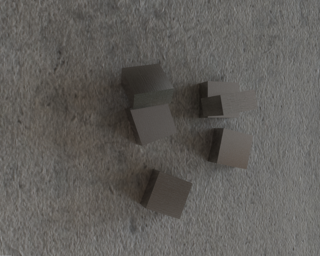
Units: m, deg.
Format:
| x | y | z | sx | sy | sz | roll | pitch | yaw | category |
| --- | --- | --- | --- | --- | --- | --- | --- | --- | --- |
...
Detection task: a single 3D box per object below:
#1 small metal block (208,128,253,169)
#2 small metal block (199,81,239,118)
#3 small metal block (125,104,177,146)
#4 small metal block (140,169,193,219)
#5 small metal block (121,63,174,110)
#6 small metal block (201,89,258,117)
| x | y | z | sx | sy | sz | roll | pitch | yaw | category |
| --- | --- | --- | --- | --- | --- | --- | --- | --- | --- |
| 0.102 | 0.030 | 0.448 | 0.050 | 0.025 | 0.050 | 13 | 86 | -20 | small metal block |
| 0.084 | -0.039 | 0.442 | 0.050 | 0.025 | 0.050 | 0 | 90 | -21 | small metal block |
| -0.012 | -0.009 | 0.406 | 0.050 | 0.025 | 0.050 | -20 | 97 | -19 | small metal block |
| 0.008 | 0.088 | 0.413 | 0.050 | 0.025 | 0.050 | 23 | 82 | -19 | small metal block |
| -0.017 | -0.053 | 0.389 | 0.050 | 0.025 | 0.050 | -11 | 52 | -20 | small metal block |
| 0.089 | -0.032 | 0.403 | 0.050 | 0.050 | 0.025 | -11 | 94 | -20 | small metal block |
